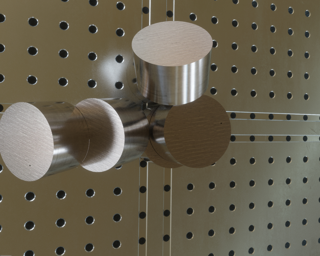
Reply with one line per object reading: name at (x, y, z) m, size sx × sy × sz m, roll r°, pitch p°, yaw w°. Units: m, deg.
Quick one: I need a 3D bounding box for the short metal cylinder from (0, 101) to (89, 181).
short metal cylinder at (-0.124, 0.011, 0.331) m, size 0.050 × 0.080 × 0.079 m, roll -12°, pitch 96°, yaw -62°

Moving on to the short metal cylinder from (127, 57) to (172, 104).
short metal cylinder at (0.002, -0.071, 0.399) m, size 0.081 × 0.050 × 0.079 m, roll 0°, pitch 90°, yaw -20°

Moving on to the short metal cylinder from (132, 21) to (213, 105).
short metal cylinder at (0.013, -0.070, 0.327) m, size 0.081 × 0.080 × 0.050 m, roll -25°, pitch 142°, yaw -18°

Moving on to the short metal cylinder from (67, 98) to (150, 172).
short metal cylinder at (-0.059, 0.006, 0.354) m, size 0.050 × 0.080 × 0.079 m, roll -11°, pitch 95°, yaw -61°

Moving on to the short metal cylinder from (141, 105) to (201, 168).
short metal cylinder at (0.007, 0.009, 0.401) m, size 0.081 × 0.050 × 0.079 m, roll 0°, pitch 90°, yaw -20°

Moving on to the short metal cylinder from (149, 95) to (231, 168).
short metal cylinder at (0.033, 0.003, 0.356) m, size 0.081 × 0.050 × 0.079 m, roll 0°, pitch 90°, yaw -20°
